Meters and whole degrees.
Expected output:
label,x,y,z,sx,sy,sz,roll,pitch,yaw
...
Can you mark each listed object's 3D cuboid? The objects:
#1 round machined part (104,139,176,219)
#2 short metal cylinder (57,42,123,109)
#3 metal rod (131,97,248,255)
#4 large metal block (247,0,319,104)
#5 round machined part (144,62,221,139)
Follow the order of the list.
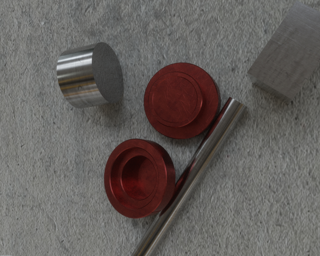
label,x,y,z,sx,sy,sz,roll,pitch,yaw
round machined part,-0.021,0.064,0.399,0.098,0.042,0.097,-5,80,33
short metal cylinder,-0.090,-0.069,0.411,0.050,0.080,0.080,-7,88,20
metal rod,0.021,0.095,0.401,0.025,0.025,0.299,33,101,17
large metal block,0.141,-0.074,0.330,0.050,0.080,0.080,36,102,16
round machined part,0.024,-0.034,0.391,0.098,0.042,0.097,0,90,20
